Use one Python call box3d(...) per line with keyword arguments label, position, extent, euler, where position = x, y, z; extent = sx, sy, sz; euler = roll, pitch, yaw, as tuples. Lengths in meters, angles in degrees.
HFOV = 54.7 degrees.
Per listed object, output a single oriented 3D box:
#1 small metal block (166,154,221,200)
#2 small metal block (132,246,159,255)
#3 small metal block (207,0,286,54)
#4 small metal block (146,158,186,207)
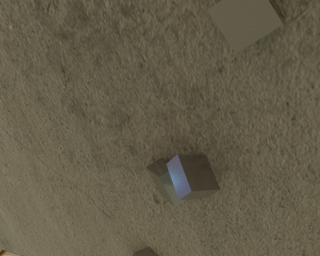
box3d(label="small metal block", position=(0.042, 0.062, 0.392), extent=(0.025, 0.050, 0.050), euler=(-46, 51, 39))
box3d(label="small metal block", position=(-0.023, 0.253, 0.574), extent=(0.050, 0.025, 0.050), euler=(47, 129, -5))
box3d(label="small metal block", position=(0.083, -0.108, 0.296), extent=(0.050, 0.025, 0.050), euler=(-29, 103, 37))
box3d(label="small metal block", position=(0.011, 0.075, 0.430), extent=(0.050, 0.025, 0.050), euler=(64, 163, -18))
